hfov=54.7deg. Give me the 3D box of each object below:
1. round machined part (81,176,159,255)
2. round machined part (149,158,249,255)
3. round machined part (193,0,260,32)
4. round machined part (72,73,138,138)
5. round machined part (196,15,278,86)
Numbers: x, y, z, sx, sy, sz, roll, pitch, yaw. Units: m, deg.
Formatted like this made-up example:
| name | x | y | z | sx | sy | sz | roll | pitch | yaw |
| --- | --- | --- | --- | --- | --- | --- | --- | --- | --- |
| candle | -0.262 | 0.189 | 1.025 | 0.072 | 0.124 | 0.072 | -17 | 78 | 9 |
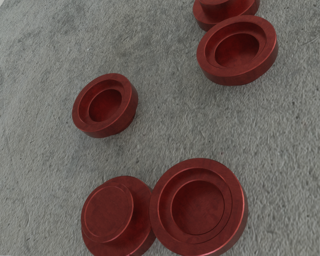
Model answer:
| name | x | y | z | sx | sy | sz | roll | pitch | yaw |
| --- | --- | --- | --- | --- | --- | --- | --- | --- | --- |
| round machined part | -0.051 | 0.101 | 0.358 | 0.098 | 0.042 | 0.098 | -13 | 56 | 21 |
| round machined part | 0.042 | 0.084 | 0.320 | 0.098 | 0.042 | 0.098 | -13 | 56 | 21 |
| round machined part | 0.095 | -0.193 | 0.461 | 0.098 | 0.042 | 0.098 | -13 | 56 | 21 |
| round machined part | -0.074 | -0.028 | 0.450 | 0.098 | 0.042 | 0.098 | -13 | 56 | 21 |
| round machined part | 0.100 | -0.094 | 0.398 | 0.098 | 0.042 | 0.098 | -13 | 56 | 21 |
